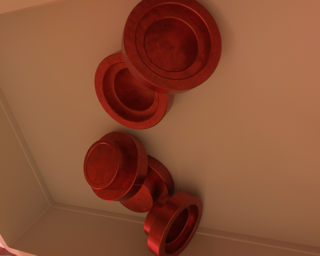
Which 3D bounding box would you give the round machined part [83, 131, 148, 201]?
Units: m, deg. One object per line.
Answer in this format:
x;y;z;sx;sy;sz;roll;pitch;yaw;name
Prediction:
-0.068;0.052;0.432;0.098;0.042;0.098;-10;72;34;round machined part

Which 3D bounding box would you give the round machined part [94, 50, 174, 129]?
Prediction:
-0.027;-0.051;0.381;0.098;0.042;0.097;13;124;21;round machined part

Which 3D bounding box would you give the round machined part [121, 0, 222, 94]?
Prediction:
0.009;-0.083;0.318;0.098;0.098;0.042;48;167;-6;round machined part

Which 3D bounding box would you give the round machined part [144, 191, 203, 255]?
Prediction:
0.015;0.133;0.439;0.042;0.099;0.097;24;129;35;round machined part

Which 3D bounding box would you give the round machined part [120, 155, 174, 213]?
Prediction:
-0.032;0.089;0.470;0.098;0.042;0.097;13;124;21;round machined part
